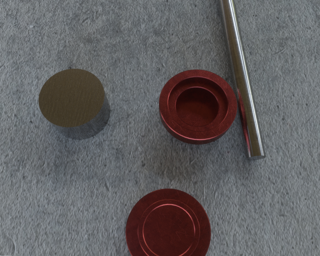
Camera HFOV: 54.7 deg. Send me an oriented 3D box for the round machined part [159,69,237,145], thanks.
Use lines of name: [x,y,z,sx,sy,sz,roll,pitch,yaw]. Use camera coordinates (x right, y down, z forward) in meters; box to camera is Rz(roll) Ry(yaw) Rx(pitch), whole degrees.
round machined part: [0.048,-0.024,0.409,0.099,0.042,0.098,0,70,-1]

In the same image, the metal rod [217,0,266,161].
metal rod: [0.111,-0.102,0.446,0.025,0.025,0.299,-4,70,-2]

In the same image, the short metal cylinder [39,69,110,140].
short metal cylinder: [-0.109,-0.030,0.404,0.081,0.050,0.080,0,70,0]

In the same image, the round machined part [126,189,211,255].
round machined part: [0.010,0.119,0.356,0.099,0.042,0.098,0,70,-1]
